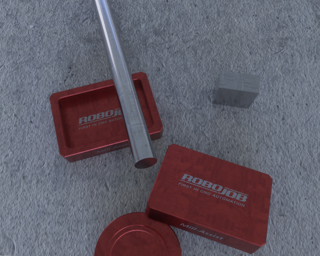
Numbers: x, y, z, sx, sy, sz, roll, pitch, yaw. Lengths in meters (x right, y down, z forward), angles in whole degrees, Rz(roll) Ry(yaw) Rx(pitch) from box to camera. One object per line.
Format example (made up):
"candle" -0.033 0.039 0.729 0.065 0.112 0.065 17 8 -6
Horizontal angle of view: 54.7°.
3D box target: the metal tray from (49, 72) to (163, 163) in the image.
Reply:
"metal tray" -0.070 -0.016 0.410 0.131 0.030 0.090 -15 71 -6

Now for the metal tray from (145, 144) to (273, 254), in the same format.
"metal tray" 0.059 0.079 0.363 0.131 0.030 0.090 18 52 6

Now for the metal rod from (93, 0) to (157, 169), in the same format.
"metal rod" -0.055 -0.085 0.408 0.025 0.025 0.299 -15 60 -6

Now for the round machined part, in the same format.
"round machined part" -0.025 0.144 0.346 0.099 0.042 0.098 0 70 -1

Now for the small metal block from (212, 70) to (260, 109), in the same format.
"small metal block" 0.101 -0.050 0.415 0.050 0.050 0.025 8 71 3
